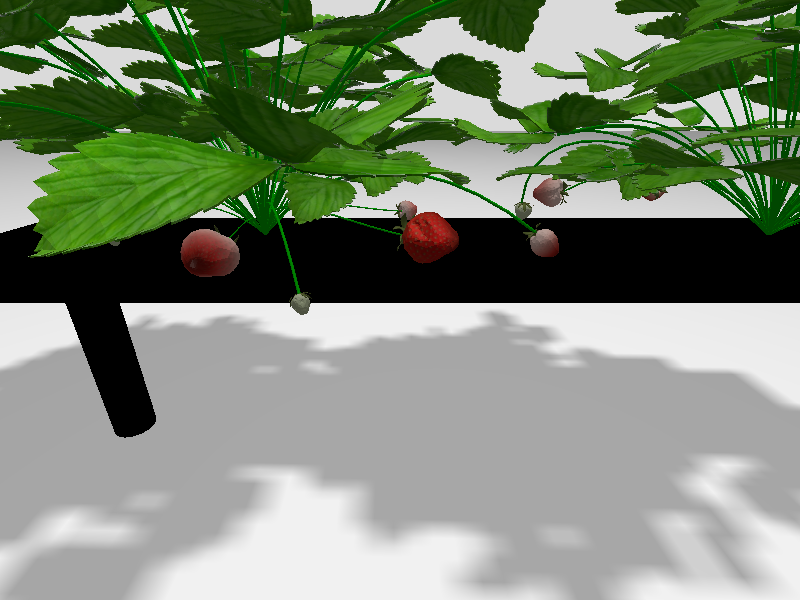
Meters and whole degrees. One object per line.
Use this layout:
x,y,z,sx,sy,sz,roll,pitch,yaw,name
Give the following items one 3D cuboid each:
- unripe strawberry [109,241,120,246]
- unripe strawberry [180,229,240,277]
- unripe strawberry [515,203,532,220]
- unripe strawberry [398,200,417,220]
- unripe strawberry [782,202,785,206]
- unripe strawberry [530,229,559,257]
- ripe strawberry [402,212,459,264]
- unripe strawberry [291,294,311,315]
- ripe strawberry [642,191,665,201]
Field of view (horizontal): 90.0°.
-0.236,-0.050,0.330,0.011,0.011,0.010,-6,25,-13,unripe strawberry
-0.122,-0.029,0.254,0.035,0.030,0.035,0,25,1,unripe strawberry
0.121,-0.087,0.394,0.016,0.015,0.014,5,25,11,unripe strawberry
0.008,-0.092,0.410,0.020,0.020,0.019,-11,27,-23,unripe strawberry
0.431,-0.109,0.456,0.011,0.012,0.012,21,32,38,unripe strawberry
0.108,-0.042,0.297,0.020,0.023,0.023,-46,5,28,unripe strawberry
0.022,-0.042,0.278,0.037,0.036,0.040,13,28,26,ripe strawberry
-0.052,0.003,0.211,0.010,0.011,0.011,-10,-16,-21,unripe strawberry
0.312,-0.138,0.499,0.030,0.027,0.027,-3,15,-6,ripe strawberry
